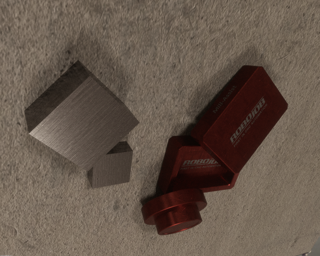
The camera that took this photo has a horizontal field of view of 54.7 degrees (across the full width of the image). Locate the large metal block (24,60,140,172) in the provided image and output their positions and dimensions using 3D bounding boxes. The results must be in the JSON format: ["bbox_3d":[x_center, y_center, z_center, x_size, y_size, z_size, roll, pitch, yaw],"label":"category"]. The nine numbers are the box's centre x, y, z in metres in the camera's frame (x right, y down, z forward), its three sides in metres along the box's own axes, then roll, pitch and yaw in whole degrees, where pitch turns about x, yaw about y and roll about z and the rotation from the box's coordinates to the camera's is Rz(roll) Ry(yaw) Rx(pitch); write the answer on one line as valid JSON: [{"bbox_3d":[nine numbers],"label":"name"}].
[{"bbox_3d":[-0.084,-0.012,0.338,0.080,0.050,0.080,-43,130,1],"label":"large metal block"}]

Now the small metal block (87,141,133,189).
[{"bbox_3d":[-0.065,0.047,0.402,0.050,0.025,0.050,-6,121,-26],"label":"small metal block"}]

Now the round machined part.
[{"bbox_3d":[0.024,0.130,0.465,0.099,0.042,0.098,-14,152,-7],"label":"round machined part"}]

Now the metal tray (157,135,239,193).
[{"bbox_3d":[0.068,0.056,0.477,0.131,0.030,0.089,-1,119,-29],"label":"metal tray"}]

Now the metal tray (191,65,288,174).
[{"bbox_3d":[0.114,-0.012,0.435,0.130,0.030,0.090,-51,121,-7],"label":"metal tray"}]
